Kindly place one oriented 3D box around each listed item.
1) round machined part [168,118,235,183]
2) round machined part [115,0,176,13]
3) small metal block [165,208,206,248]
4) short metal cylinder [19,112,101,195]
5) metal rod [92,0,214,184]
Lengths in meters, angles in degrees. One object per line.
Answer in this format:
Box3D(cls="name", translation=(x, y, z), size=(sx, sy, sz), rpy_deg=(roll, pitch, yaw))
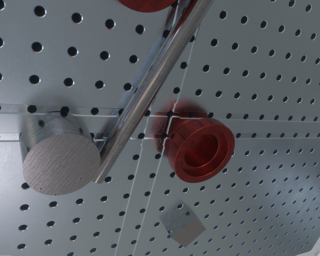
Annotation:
Box3D(cls="round machined part", translation=(0.055, 0.028, 0.448), size=(0.099, 0.042, 0.097), rpy_deg=(-14, 124, -21))
Box3D(cls="round machined part", translation=(-0.009, -0.161, 0.296), size=(0.099, 0.042, 0.097), rpy_deg=(-14, 124, -21))
Box3D(cls="small metal block", translation=(0.046, 0.177, 0.546), size=(0.050, 0.025, 0.050), rpy_deg=(-42, 130, 0))
Box3D(cls="short metal cylinder", translation=(-0.114, 0.029, 0.351), size=(0.081, 0.050, 0.079), rpy_deg=(-14, 124, -21))
Box3D(cls="metal rod", translation=(-0.007, -0.058, 0.371), size=(0.025, 0.025, 0.299), rpy_deg=(23, 106, -37))
